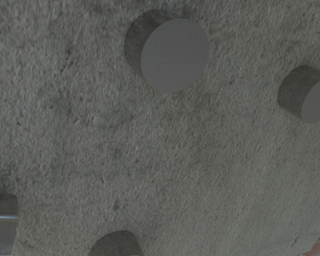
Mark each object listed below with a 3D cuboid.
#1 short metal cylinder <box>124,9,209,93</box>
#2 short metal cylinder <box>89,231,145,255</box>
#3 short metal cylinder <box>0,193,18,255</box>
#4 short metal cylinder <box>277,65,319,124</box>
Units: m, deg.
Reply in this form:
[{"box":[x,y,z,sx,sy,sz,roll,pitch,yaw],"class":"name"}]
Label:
[{"box":[0.007,-0.085,0.343,0.081,0.050,0.079,-14,125,-21],"class":"short metal cylinder"},{"box":[-0.065,0.210,0.486,0.081,0.050,0.079,-14,125,-21],"class":"short metal cylinder"},{"box":[-0.192,0.110,0.335,0.050,0.080,0.080,14,111,-35],"class":"short metal cylinder"},{"box":[0.235,-0.053,0.489,0.081,0.050,0.079,-14,125,-21],"class":"short metal cylinder"}]
